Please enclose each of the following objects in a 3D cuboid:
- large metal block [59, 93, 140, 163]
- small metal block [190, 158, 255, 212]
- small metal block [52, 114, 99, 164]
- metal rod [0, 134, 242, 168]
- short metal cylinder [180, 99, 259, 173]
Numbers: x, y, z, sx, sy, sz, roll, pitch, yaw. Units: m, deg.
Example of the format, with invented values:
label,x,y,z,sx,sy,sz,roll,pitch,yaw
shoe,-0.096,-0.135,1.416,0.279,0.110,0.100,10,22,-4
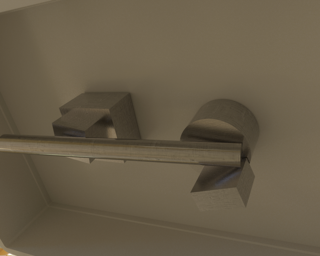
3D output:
label,x,y,z,sx,sy,sz,roll,pitch,yaw
large metal block,-0.080,-0.002,0.428,0.080,0.050,0.079,3,120,26
small metal block,0.067,0.059,0.325,0.050,0.050,0.025,-15,111,34
small metal block,-0.109,0.014,0.406,0.050,0.025,0.050,12,123,21
metal rod,-0.061,0.024,0.361,0.301,0.025,0.025,1,119,18
short metal cylinder,0.070,0.013,0.361,0.080,0.050,0.079,13,124,20
